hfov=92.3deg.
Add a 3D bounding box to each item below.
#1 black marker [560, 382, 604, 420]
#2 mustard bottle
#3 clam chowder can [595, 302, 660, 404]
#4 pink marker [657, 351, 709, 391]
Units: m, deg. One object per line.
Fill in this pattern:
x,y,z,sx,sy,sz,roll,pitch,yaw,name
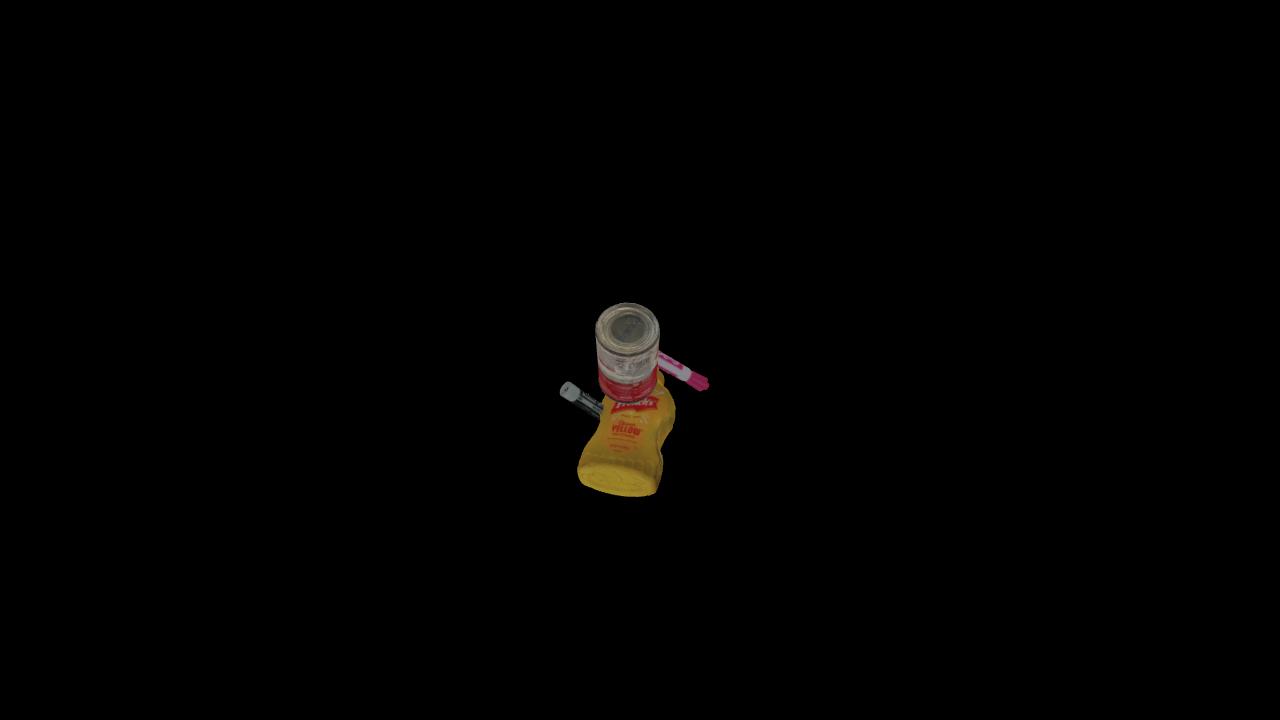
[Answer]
-0.044,0.062,0.719,0.121,0.020,0.020,37,-23,-34,black marker
-0.005,0.069,0.717,0.092,0.054,0.184,1,43,17,mustard bottle
-0.013,-0.006,0.662,0.068,0.068,0.102,0,-32,-1,clam chowder can
0.030,0.004,0.712,0.121,0.020,0.020,30,-10,-17,pink marker
